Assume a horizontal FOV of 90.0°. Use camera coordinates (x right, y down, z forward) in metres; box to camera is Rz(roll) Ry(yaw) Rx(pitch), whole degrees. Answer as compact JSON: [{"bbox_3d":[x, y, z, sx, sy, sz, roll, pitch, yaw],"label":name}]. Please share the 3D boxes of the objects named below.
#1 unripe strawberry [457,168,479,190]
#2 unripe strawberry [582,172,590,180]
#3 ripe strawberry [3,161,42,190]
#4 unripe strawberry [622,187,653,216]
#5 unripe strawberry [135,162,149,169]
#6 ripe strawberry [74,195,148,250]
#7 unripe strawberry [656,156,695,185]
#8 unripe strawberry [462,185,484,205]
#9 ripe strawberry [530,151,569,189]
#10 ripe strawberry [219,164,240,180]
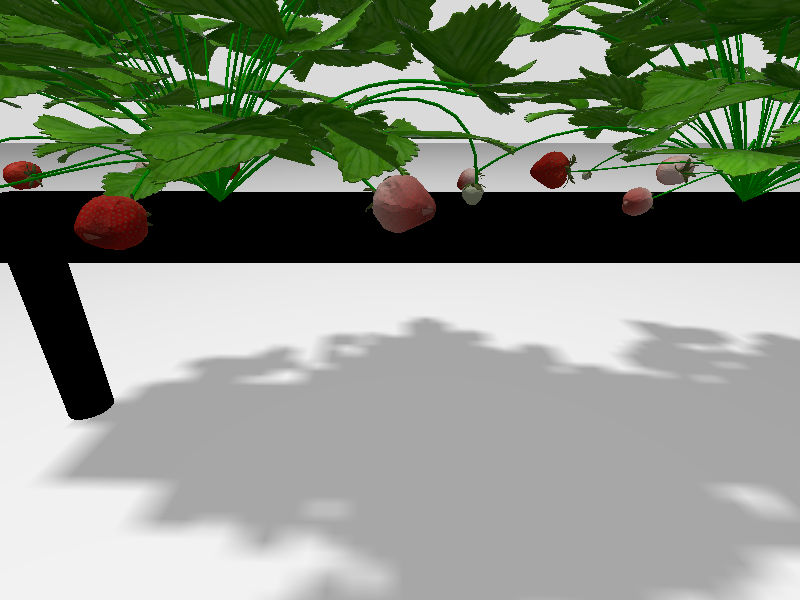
[{"bbox_3d":[0.067,-0.119,0.398,0.023,0.020,0.023,-34,9,26],"label":"unripe strawberry"},{"bbox_3d":[0.227,-0.152,0.488,0.010,0.011,0.011,-9,-23,-21],"label":"unripe strawberry"},{"bbox_3d":[-0.381,-0.125,0.403,0.031,0.027,0.031,6,24,16],"label":"ripe strawberry"},{"bbox_3d":[0.167,-0.069,0.283,0.020,0.020,0.019,-11,25,-23],"label":"unripe strawberry"},{"bbox_3d":[-0.282,-0.142,0.448,0.028,0.027,0.026,1,17,45],"label":"unripe strawberry"},{"bbox_3d":[-0.138,-0.035,0.191,0.030,0.027,0.027,-2,32,-6],"label":"ripe strawberry"},{"bbox_3d":[0.297,-0.141,0.436,0.035,0.030,0.035,0,22,1],"label":"unripe strawberry"},{"bbox_3d":[0.054,-0.078,0.299,0.016,0.015,0.014,5,23,11],"label":"unripe strawberry"},{"bbox_3d":[0.153,-0.133,0.410,0.037,0.036,0.040,12,25,27],"label":"ripe strawberry"},{"bbox_3d":[-0.223,-0.173,0.506,0.039,0.041,0.042,-8,24,-18],"label":"ripe strawberry"}]
